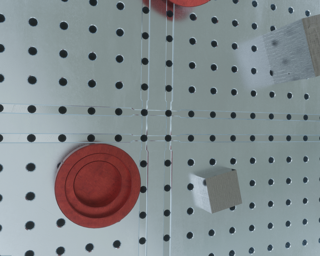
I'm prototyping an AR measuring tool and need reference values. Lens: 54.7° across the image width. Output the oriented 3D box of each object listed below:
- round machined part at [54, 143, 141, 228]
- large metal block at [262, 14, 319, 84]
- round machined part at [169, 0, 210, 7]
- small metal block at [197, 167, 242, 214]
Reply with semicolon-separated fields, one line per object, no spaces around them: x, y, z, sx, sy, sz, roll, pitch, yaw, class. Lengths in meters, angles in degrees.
-0.076;0.066;0.375;0.099;0.042;0.097;0;90;-20;round machined part
0.208;-0.115;0.459;0.050;0.080;0.080;-19;97;-19;large metal block
0.039;-0.212;0.401;0.099;0.042;0.097;-1;123;-2;round machined part
0.086;0.088;0.444;0.050;0.025;0.050;-12;94;-20;small metal block
